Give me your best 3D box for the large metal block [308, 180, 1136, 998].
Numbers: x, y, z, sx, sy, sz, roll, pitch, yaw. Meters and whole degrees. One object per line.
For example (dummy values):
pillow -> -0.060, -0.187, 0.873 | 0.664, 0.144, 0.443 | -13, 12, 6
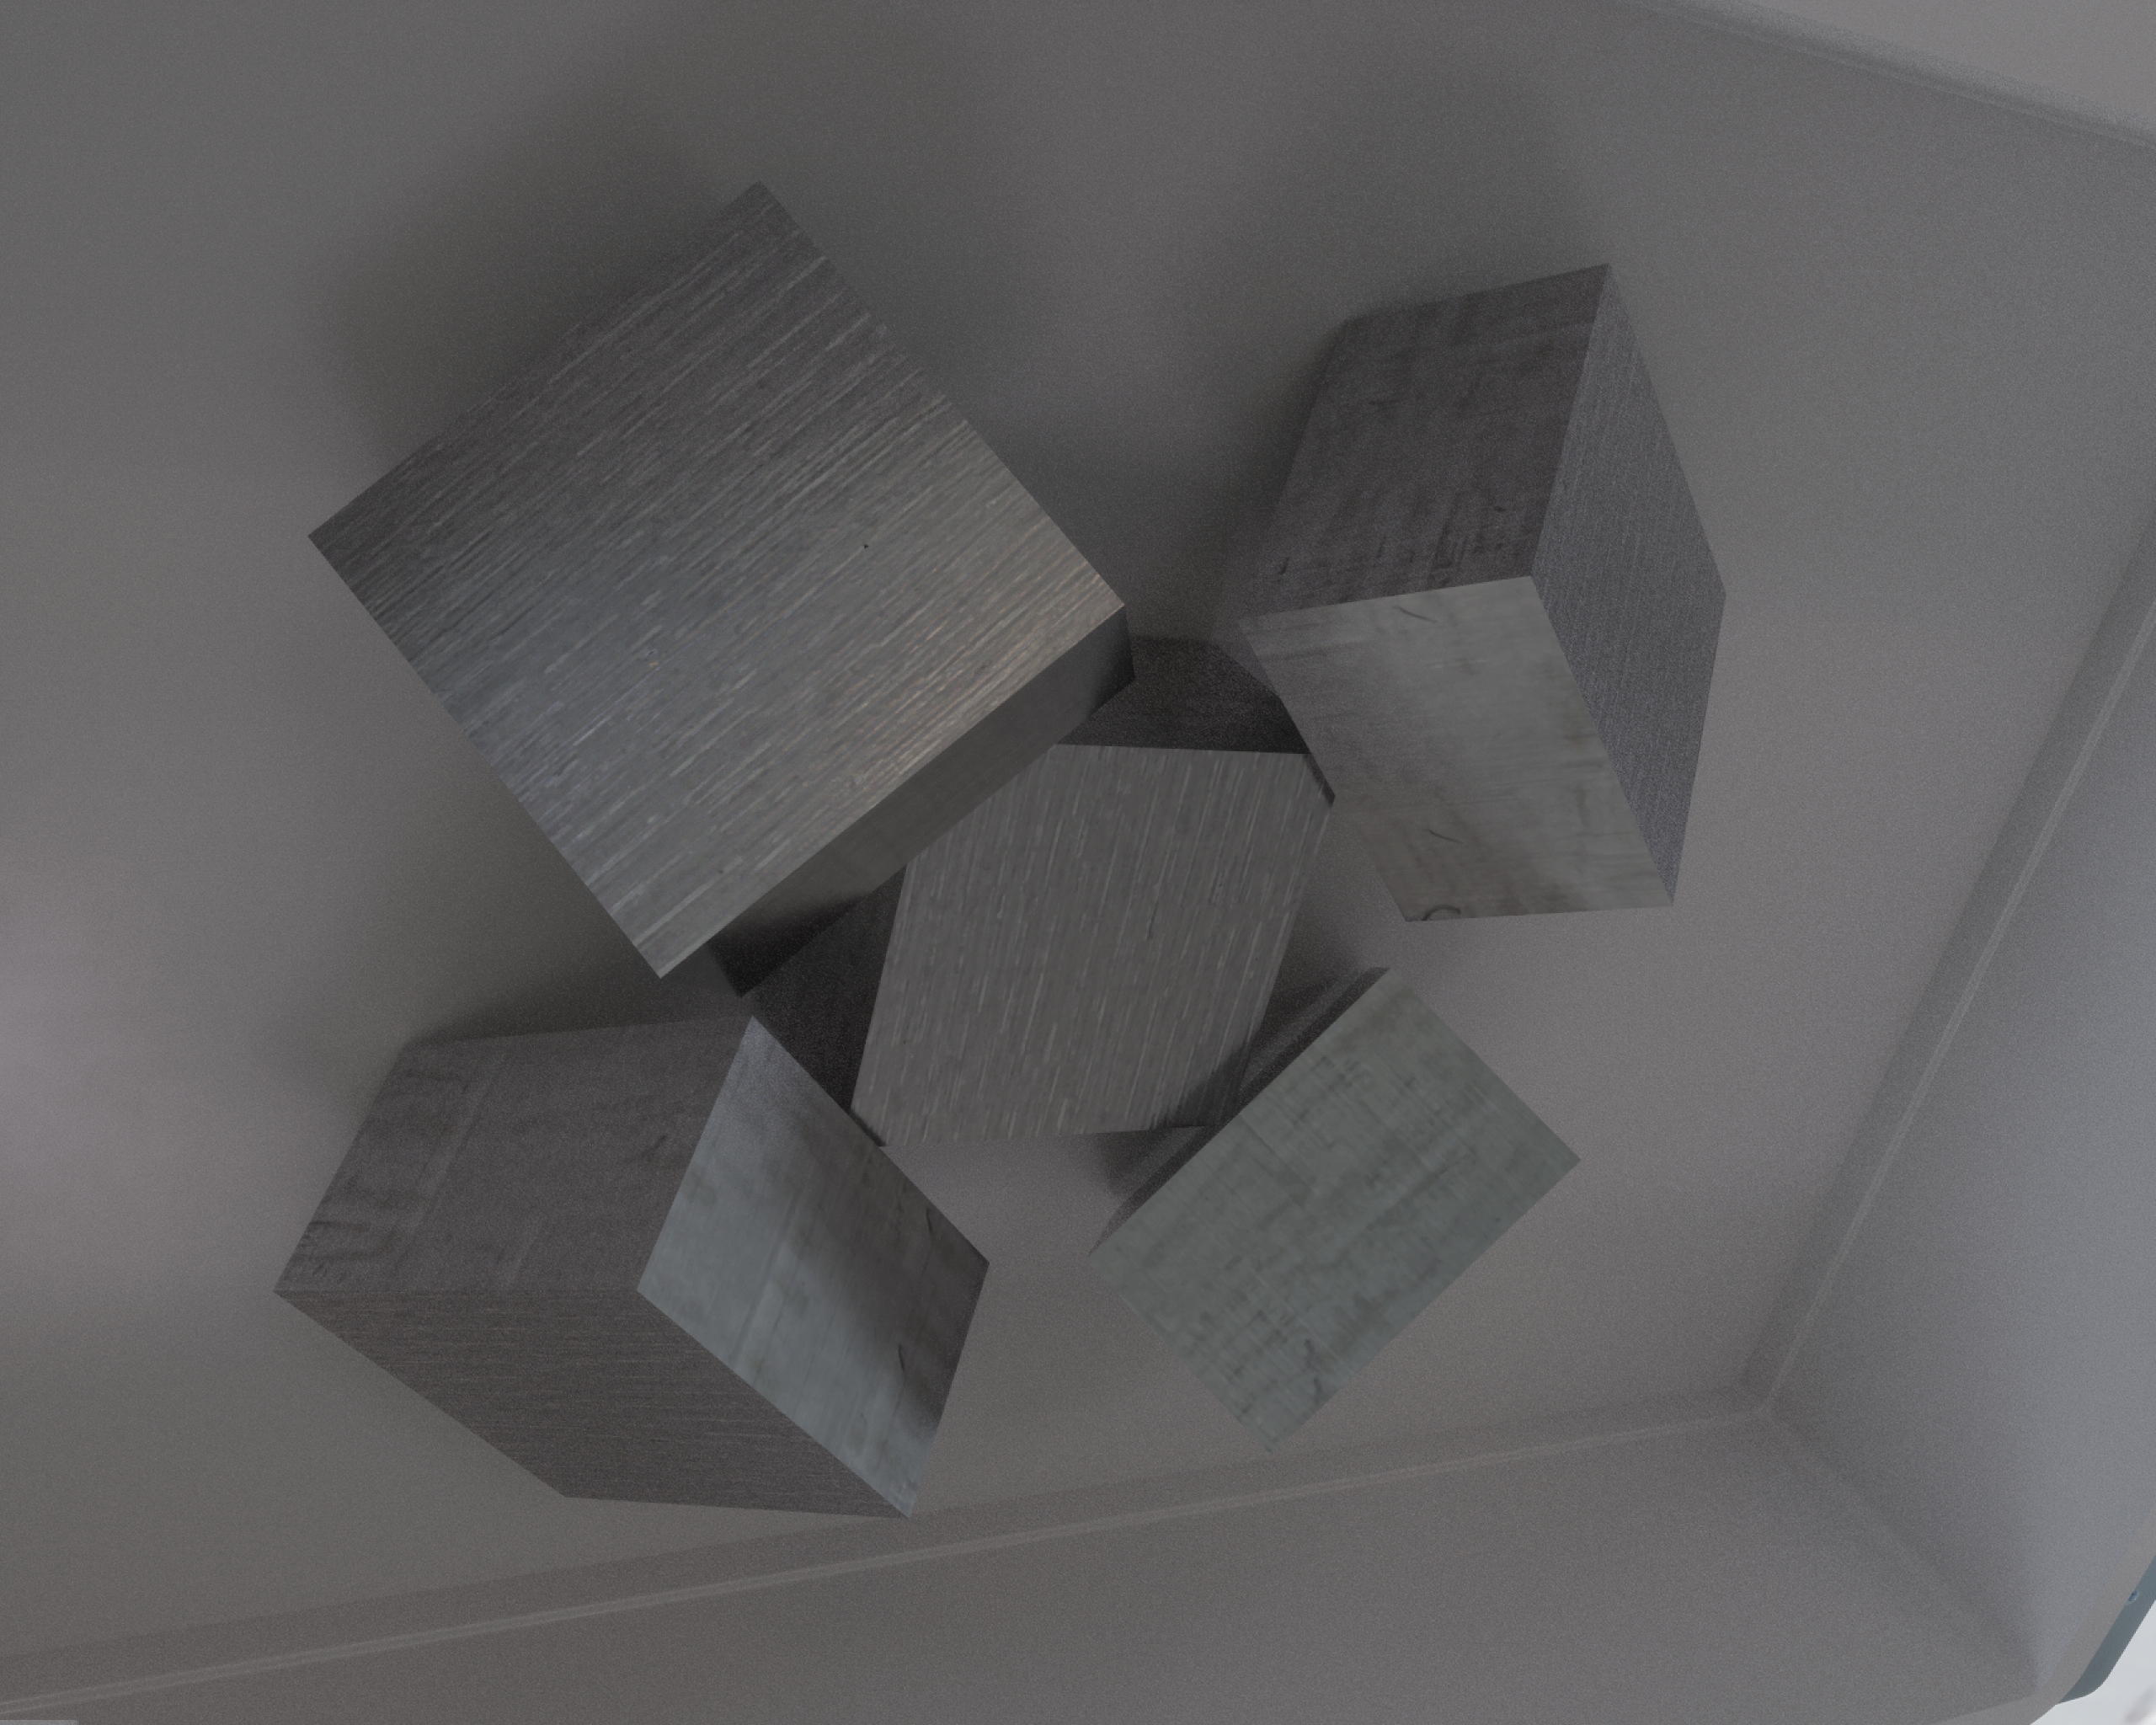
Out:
large metal block -> -0.049, -0.037, 0.310 | 0.080, 0.080, 0.050 | -39, 173, -2

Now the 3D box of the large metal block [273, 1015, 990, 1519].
large metal block -> -0.075, 0.073, 0.368 | 0.080, 0.050, 0.080 | -7, 137, 30

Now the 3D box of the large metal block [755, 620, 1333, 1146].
large metal block -> -0.007, 0.004, 0.387 | 0.081, 0.050, 0.079 | 1, 118, -29

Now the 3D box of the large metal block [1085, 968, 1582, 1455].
large metal block -> 0.051, 0.067, 0.432 | 0.080, 0.050, 0.080 | -44, 174, 2

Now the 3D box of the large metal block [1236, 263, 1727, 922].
large metal block -> 0.077, -0.046, 0.377 | 0.080, 0.050, 0.080 | 55, 42, -39
